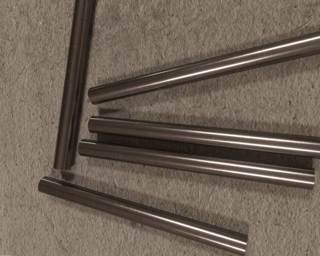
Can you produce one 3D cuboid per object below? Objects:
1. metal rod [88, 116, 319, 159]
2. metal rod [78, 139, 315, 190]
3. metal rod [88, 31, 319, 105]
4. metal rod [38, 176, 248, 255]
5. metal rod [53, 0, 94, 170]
[{"bbox_3d":[0.046,0.009,0.392,0.301,0.025,0.025,6,92,19],"label":"metal rod"},{"bbox_3d":[0.031,0.043,0.397,0.301,0.025,0.025,6,92,19],"label":"metal rod"},{"bbox_3d":[0.044,-0.071,0.392,0.301,0.025,0.025,-10,87,19],"label":"metal rod"},{"bbox_3d":[-0.036,0.113,0.420,0.301,0.025,0.025,11,94,19],"label":"metal rod"},{"bbox_3d":[-0.123,-0.088,0.450,0.025,0.025,0.298,10,93,19],"label":"metal rod"}]
